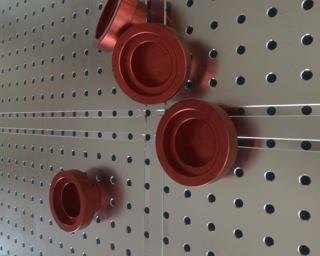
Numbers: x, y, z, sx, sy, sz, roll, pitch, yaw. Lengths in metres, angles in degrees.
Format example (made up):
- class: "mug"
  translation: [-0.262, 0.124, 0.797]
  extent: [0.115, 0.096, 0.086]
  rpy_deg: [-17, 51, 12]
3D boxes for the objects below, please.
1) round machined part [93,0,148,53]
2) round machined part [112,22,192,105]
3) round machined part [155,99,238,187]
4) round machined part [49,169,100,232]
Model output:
- class: "round machined part"
  translation: [-0.052, -0.147, 0.422]
  extent: [0.098, 0.042, 0.098]
  rpy_deg: [-40, 39, 43]
- class: "round machined part"
  translation: [-0.007, -0.081, 0.388]
  extent: [0.098, 0.042, 0.097]
  rpy_deg: [7, 108, 21]
- class: "round machined part"
  translation: [0.045, 0.017, 0.360]
  extent: [0.098, 0.042, 0.097]
  rpy_deg: [0, 90, 39]
- class: "round machined part"
  translation: [-0.136, 0.116, 0.508]
  extent: [0.098, 0.042, 0.097]
  rpy_deg: [0, 90, 39]
